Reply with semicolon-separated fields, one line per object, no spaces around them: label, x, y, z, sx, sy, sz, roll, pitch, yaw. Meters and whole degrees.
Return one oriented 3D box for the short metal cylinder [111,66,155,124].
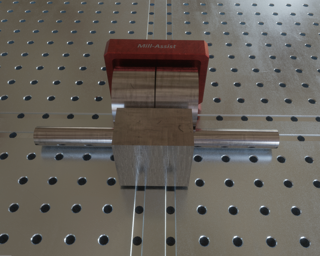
short metal cylinder;-0.031;-0.040;0.401;0.050;0.080;0.080;1;50;0

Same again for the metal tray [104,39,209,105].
metal tray;-0.004;-0.074;0.423;0.131;0.089;0.030;1;50;0

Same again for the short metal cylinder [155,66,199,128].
short metal cylinder;0.021;-0.039;0.401;0.050;0.080;0.080;1;50;1

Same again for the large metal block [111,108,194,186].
large metal block;-0.006;0.023;0.347;0.081;0.080;0.050;1;50;0

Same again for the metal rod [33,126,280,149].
metal rod;-0.004;0.012;0.392;0.302;0.025;0.025;1;50;0
